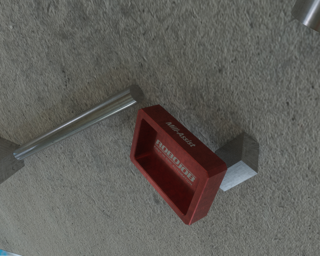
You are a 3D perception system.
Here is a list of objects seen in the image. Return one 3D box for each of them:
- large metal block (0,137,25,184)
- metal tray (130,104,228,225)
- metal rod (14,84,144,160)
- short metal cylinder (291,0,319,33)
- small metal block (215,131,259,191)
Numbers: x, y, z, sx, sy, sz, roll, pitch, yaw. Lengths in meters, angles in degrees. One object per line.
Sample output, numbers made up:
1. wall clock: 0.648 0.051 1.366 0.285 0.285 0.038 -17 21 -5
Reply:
1. large metal block: -0.314 0.059 0.570 0.080 0.080 0.050 20 126 16
2. metal tray: 0.015 0.042 0.382 0.130 0.030 0.089 44 135 35
3. metal rod: -0.143 0.001 0.480 0.299 0.025 0.025 -22 107 35
4. short metal cylinder: 0.149 -0.098 0.232 0.080 0.080 0.050 26 127 12
5. small metal block: 0.088 0.040 0.366 0.025 0.050 0.050 39 130 -12
